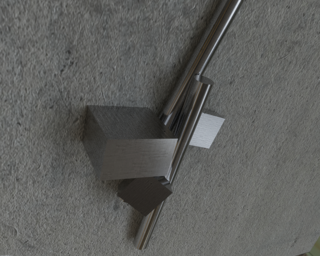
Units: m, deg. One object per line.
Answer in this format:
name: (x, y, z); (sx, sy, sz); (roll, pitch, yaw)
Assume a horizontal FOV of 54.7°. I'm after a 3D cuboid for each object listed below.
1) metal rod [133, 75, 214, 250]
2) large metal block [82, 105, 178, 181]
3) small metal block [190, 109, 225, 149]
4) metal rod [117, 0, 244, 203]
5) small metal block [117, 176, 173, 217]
metal rod: (0.010, 0.066, 0.436); (0.025, 0.025, 0.298); (1, 124, -29)
large metal block: (-0.038, 0.014, 0.360); (0.081, 0.080, 0.050); (1, 118, -29)
small metal block: (0.056, -0.002, 0.438); (0.050, 0.025, 0.050); (12, 112, -34)
metal rod: (0.019, -0.027, 0.401); (0.025, 0.025, 0.298); (17, 109, -35)
small metal block: (-0.020, 0.081, 0.411); (0.050, 0.025, 0.050); (-44, 109, 11)
